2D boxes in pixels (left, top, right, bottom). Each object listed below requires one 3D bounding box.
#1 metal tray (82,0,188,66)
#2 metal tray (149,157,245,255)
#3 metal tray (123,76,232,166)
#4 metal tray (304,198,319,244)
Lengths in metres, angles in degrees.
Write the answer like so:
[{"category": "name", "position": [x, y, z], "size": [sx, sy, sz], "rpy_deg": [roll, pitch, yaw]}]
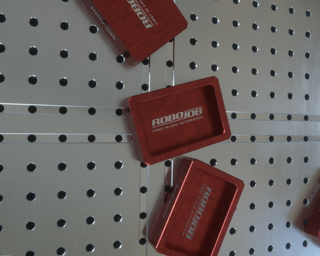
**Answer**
[{"category": "metal tray", "position": [-0.037, -0.158, 0.396], "size": [0.090, 0.030, 0.130], "rpy_deg": [-41, 103, -15]}, {"category": "metal tray", "position": [0.053, 0.116, 0.429], "size": [0.090, 0.030, 0.130], "rpy_deg": [27, 81, -18]}, {"category": "metal tray", "position": [0.025, -0.012, 0.418], "size": [0.131, 0.030, 0.090], "rpy_deg": [-16, 96, -19]}, {"category": "metal tray", "position": [0.311, 0.144, 0.524], "size": [0.090, 0.030, 0.130], "rpy_deg": [39, 78, -16]}]
